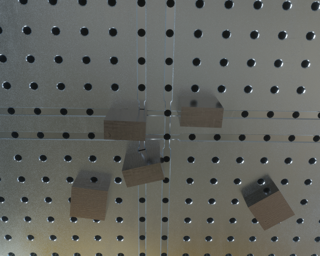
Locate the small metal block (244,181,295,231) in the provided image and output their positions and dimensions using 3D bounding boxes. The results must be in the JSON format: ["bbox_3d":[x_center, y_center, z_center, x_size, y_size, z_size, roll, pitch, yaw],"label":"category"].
[{"bbox_3d":[0.161,0.116,0.459,0.050,0.025,0.050,-33,107,11],"label":"small metal block"}]

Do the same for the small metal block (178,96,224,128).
[{"bbox_3d":[0.050,-0.021,0.393,0.050,0.050,0.025,2,110,-1],"label":"small metal block"}]

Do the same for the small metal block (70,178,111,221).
[{"bbox_3d":[-0.101,0.104,0.450,0.050,0.025,0.050,8,110,-4],"label":"small metal block"}]

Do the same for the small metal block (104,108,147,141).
[{"bbox_3d":[-0.043,-0.005,0.398,0.050,0.050,0.025,2,110,-1],"label":"small metal block"}]

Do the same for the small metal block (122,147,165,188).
[{"bbox_3d":[-0.021,0.052,0.419,0.050,0.050,0.025,-13,110,4],"label":"small metal block"}]
